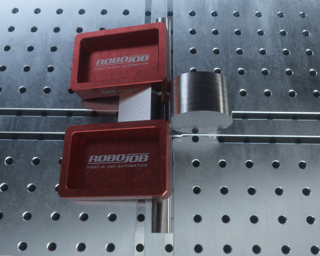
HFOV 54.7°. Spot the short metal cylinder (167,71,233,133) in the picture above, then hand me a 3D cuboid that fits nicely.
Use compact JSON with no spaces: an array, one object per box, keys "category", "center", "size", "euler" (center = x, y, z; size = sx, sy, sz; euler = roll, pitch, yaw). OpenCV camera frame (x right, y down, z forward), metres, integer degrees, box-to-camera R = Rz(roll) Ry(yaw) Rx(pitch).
[{"category":"short metal cylinder","center":[0.049,-0.029,0.390],"size":[0.081,0.080,0.050],"euler":[0,70,0]}]

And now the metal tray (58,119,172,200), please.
[{"category":"metal tray","center":[-0.052,0.040,0.376],"size":[0.131,0.030,0.090],"euler":[-4,70,11]}]

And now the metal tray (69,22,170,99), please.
[{"category":"metal tray","center":[-0.053,-0.091,0.423],"size":[0.131,0.030,0.090],"euler":[-4,70,11]}]

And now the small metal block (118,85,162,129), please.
[{"category":"small metal block","center":[-0.026,-0.024,0.405],"size":[0.050,0.025,0.050],"euler":[-11,67,29]}]

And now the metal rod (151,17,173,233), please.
[{"category":"metal rod","center":[0.003,-0.018,0.414],"size":[0.025,0.025,0.299],"euler":[0,70,0]}]
